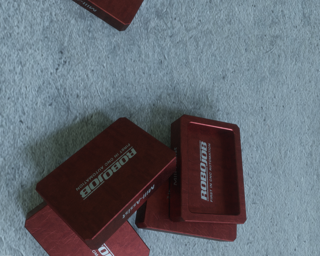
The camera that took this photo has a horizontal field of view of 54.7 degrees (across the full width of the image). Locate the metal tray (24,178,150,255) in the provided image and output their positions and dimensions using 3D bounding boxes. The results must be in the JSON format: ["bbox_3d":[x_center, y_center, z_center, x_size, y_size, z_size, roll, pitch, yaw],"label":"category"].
[{"bbox_3d":[-0.085,0.130,0.375,0.090,0.030,0.130,-37,102,-16],"label":"metal tray"}]

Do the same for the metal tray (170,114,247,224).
[{"bbox_3d":[0.060,0.054,0.394,0.091,0.030,0.130,10,68,-22],"label":"metal tray"}]

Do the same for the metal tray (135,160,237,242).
[{"bbox_3d":[0.039,0.093,0.406,0.131,0.030,0.090,16,65,-20],"label":"metal tray"}]

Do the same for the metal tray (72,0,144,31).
[{"bbox_3d":[-0.077,-0.193,0.377,0.131,0.030,0.090,30,80,-18],"label":"metal tray"}]

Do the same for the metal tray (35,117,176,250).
[{"bbox_3d":[-0.056,0.054,0.345,0.090,0.030,0.131,34,60,26],"label":"metal tray"}]
